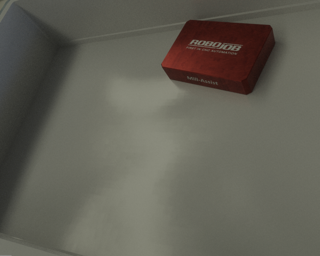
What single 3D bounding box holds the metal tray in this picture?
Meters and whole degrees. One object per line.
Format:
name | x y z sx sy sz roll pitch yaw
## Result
metal tray | 0.077 -0.101 0.425 0.130 0.030 0.090 18 71 35
